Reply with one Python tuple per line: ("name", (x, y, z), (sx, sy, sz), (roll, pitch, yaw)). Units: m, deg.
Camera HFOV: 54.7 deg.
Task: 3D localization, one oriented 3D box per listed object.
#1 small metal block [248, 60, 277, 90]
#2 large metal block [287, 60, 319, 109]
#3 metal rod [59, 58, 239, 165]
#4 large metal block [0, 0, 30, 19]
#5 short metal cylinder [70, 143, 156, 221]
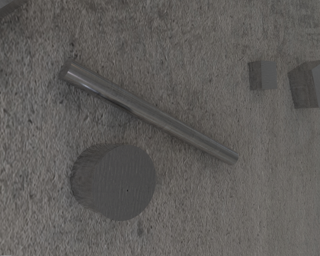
("small metal block", (0.187, -0.094, 0.561), (0.050, 0.025, 0.050), (-7, 95, -40))
("large metal block", (0.320, -0.093, 0.656), (0.081, 0.050, 0.080), (-30, 109, -36))
("metal rod", (0.009, -0.007, 0.411), (0.301, 0.025, 0.025), (27, 73, -37))
("large metal block", (-0.141, -0.118, 0.250), (0.080, 0.080, 0.050), (-51, 120, -28))
("short metal cylinder", (-0.051, 0.058, 0.345), (0.081, 0.050, 0.080), (0, 90, -40))
